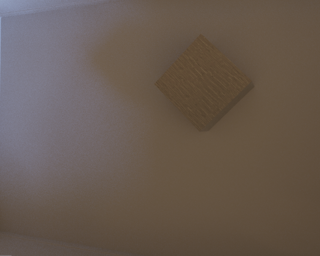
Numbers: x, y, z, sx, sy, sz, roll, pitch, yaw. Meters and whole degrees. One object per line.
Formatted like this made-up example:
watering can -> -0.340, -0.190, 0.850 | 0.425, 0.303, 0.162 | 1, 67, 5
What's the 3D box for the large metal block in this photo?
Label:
large metal block -> 0.055, -0.052, 0.378 | 0.080, 0.050, 0.080 | -46, 76, 14
